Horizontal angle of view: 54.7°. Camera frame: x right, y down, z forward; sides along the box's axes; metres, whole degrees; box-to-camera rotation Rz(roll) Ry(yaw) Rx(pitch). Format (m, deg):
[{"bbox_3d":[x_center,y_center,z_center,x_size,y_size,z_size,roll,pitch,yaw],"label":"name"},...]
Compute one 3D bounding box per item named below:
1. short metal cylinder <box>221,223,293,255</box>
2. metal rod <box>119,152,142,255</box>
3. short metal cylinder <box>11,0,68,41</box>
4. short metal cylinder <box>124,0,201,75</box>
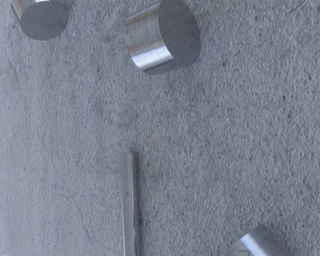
[{"bbox_3d":[0.088,0.138,0.297,0.050,0.081,0.080,49,119,29],"label":"short metal cylinder"},{"bbox_3d":[-0.038,0.184,0.436,0.025,0.025,0.298,-5,87,40],"label":"metal rod"},{"bbox_3d":[-0.211,-0.202,0.544,0.080,0.081,0.050,-48,62,29],"label":"short metal cylinder"},{"bbox_3d":[0.005,-0.107,0.365,0.050,0.081,0.080,-9,84,40],"label":"short metal cylinder"}]
